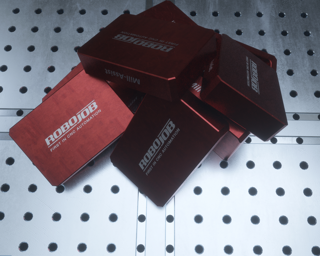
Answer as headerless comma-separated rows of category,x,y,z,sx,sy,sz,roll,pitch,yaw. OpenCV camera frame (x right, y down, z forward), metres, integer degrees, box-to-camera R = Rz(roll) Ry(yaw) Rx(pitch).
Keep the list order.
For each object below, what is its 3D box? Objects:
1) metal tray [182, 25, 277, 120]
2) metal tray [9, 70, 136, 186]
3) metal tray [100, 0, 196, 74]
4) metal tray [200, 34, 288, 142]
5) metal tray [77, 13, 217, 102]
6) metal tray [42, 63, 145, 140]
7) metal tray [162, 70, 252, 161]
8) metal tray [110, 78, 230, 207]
metal tray,0.091,-0.072,0.412,0.131,0.030,0.090,17,69,-15
metal tray,-0.105,-0.003,0.385,0.130,0.030,0.090,-40,90,-2
metal tray,-0.006,-0.119,0.432,0.131,0.030,0.090,-37,76,-27
metal tray,0.097,-0.053,0.362,0.090,0.030,0.130,33,36,-10
metal tray,-0.015,-0.084,0.346,0.130,0.030,0.090,21,56,28
metal tray,-0.082,-0.051,0.427,0.090,0.030,0.130,37,74,12
metal tray,0.051,-0.023,0.387,0.130,0.090,0.030,42,76,14
metal tray,0.005,0.019,0.356,0.090,0.129,0.030,42,33,13
